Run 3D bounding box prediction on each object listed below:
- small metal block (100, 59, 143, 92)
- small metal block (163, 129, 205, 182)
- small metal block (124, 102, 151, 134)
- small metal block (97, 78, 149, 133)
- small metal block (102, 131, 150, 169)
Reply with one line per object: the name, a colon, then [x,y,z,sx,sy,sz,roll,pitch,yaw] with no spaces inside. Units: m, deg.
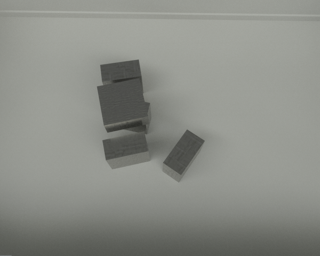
small metal block: [-0.050,-0.065,0.420,0.050,0.050,0.025,-9,71,-3]
small metal block: [0.028,0.036,0.383,0.025,0.050,0.050,34,74,11]
small metal block: [-0.039,-0.016,0.402,0.050,0.050,0.025,12,71,4]
small metal block: [-0.043,-0.027,0.366,0.050,0.025,0.050,-12,71,-5]
small metal block: [-0.040,0.029,0.385,0.050,0.050,0.025,-12,71,-4]
